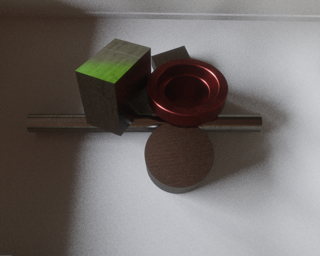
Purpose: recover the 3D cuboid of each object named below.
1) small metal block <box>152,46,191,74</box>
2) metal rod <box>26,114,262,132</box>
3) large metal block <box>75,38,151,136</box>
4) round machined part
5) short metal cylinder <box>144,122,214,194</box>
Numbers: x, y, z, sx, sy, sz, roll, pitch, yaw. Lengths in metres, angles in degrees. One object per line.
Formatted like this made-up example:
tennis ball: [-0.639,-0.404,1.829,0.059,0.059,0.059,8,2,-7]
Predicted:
small metal block: [0.020,-0.083,0.439,0.050,0.025,0.050,-20,71,-8]
metal rod: [-0.019,-0.007,0.409,0.302,0.025,0.025,0,70,-1]
large metal block: [-0.052,-0.051,0.381,0.050,0.079,0.080,20,48,18]
round machined part: [0.034,-0.040,0.394,0.099,0.042,0.098,0,52,0]
short metal cylinder: [0.022,0.037,0.380,0.081,0.050,0.080,0,70,0]
